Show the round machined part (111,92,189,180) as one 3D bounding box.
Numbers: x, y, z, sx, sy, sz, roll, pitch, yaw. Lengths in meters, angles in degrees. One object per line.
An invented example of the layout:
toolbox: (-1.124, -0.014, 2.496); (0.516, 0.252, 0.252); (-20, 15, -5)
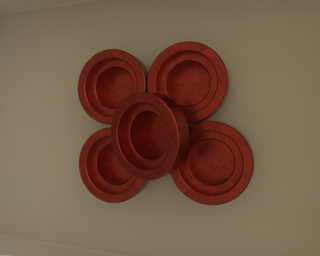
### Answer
round machined part: (-0.007, 0.008, 0.356); (0.098, 0.042, 0.097); (5, 98, 37)

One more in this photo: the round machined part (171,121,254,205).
round machined part: (0.064, 0.040, 0.377); (0.098, 0.042, 0.097); (0, 90, 19)

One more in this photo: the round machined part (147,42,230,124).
round machined part: (0.037, -0.054, 0.386); (0.098, 0.042, 0.097); (0, 90, 19)

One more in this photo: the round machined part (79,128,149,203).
round machined part: (-0.056, 0.048, 0.418); (0.098, 0.042, 0.097); (0, 90, 19)

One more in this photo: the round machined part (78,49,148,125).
round machined part: (-0.057, -0.053, 0.419); (0.098, 0.042, 0.097); (0, 90, 19)
